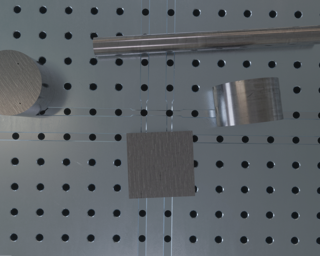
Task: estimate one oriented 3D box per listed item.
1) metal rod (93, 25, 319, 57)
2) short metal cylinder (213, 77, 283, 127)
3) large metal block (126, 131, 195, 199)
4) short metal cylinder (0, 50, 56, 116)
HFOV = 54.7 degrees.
[{"bbox_3d":[0.064,-0.116,0.413,0.302,0.025,0.025,-3,90,0],"label":"metal rod"},{"bbox_3d":[0.109,-0.031,0.387,0.081,0.080,0.050,-7,90,0],"label":"short metal cylinder"},{"bbox_3d":[0.001,0.044,0.401,0.081,0.050,0.079,-2,90,0],"label":"large metal block"},{"bbox_3d":[-0.183,-0.055,0.399,0.081,0.050,0.079,0,90,0],"label":"short metal cylinder"}]
